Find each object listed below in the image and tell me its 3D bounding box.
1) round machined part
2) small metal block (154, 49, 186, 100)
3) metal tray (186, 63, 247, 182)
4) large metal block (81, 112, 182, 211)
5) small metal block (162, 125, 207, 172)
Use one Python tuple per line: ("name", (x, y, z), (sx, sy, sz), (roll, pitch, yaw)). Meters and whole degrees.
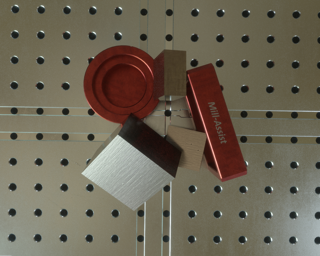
("round machined part", (-0.046, -0.054, 0.404), (0.099, 0.042, 0.097), (0, 90, -1))
("small metal block", (0.010, -0.059, 0.360), (0.025, 0.050, 0.050), (0, 89, -14))
("metal tray", (0.063, -0.006, 0.382), (0.030, 0.090, 0.129), (-18, 90, 0))
("large metal block", (-0.033, 0.042, 0.378), (0.080, 0.050, 0.080), (39, 122, -11))
("small metal block", (0.033, 0.026, 0.409), (0.050, 0.025, 0.050), (12, 94, 10))
